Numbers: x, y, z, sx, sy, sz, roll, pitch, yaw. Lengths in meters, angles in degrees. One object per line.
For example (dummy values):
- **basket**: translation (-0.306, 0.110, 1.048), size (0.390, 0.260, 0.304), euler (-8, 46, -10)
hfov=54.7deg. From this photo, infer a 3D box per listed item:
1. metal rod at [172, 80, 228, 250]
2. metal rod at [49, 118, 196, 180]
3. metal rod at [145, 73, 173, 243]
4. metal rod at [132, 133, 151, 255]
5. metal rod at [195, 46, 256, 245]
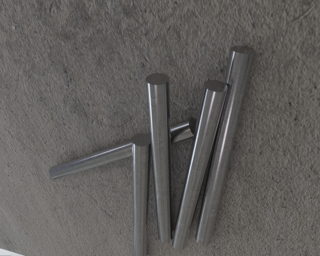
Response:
- **metal rod**: translation (0.045, 0.072, 0.414), size (0.025, 0.025, 0.298), euler (20, 130, 16)
- **metal rod**: translation (-0.072, 0.040, 0.469), size (0.300, 0.025, 0.025), euler (-19, 108, 35)
- **metal rod**: translation (0.003, 0.064, 0.419), size (0.025, 0.025, 0.298), euler (14, 132, 20)
- **metal rod**: translation (-0.030, 0.130, 0.485), size (0.025, 0.025, 0.298), euler (18, 131, 17)
- **metal rod**: translation (0.075, 0.045, 0.394), size (0.025, 0.025, 0.298), euler (17, 125, 19)
